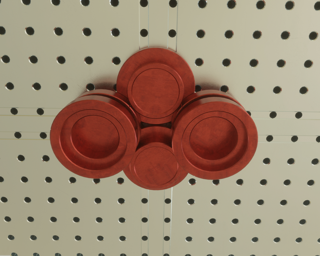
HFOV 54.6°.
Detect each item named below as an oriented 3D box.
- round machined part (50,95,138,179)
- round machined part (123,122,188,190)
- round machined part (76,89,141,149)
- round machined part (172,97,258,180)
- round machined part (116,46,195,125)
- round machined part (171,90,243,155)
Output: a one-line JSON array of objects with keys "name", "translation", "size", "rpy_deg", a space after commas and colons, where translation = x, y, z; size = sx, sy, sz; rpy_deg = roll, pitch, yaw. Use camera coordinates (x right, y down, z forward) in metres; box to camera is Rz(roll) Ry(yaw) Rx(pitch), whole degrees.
[{"name": "round machined part", "translation": [-0.076, 0.008, 0.372], "size": [0.099, 0.042, 0.097], "rpy_deg": [0, 110, 0]}, {"name": "round machined part", "translation": [-0.005, 0.043, 0.419], "size": [0.099, 0.042, 0.097], "rpy_deg": [0, 110, 0]}, {"name": "round machined part", "translation": [-0.073, -0.003, 0.402], "size": [0.099, 0.042, 0.097], "rpy_deg": [0, 110, 0]}, {"name": "round machined part", "translation": [0.063, 0.010, 0.373], "size": [0.099, 0.042, 0.097], "rpy_deg": [0, 110, 0]}, {"name": "round machined part", "translation": [-0.005, -0.050, 0.386], "size": [0.099, 0.042, 0.097], "rpy_deg": [0, 110, 0]}, {"name": "round machined part", "translation": [0.063, -0.003, 0.403], "size": [0.099, 0.042, 0.097], "rpy_deg": [0, 110, 0]}]
